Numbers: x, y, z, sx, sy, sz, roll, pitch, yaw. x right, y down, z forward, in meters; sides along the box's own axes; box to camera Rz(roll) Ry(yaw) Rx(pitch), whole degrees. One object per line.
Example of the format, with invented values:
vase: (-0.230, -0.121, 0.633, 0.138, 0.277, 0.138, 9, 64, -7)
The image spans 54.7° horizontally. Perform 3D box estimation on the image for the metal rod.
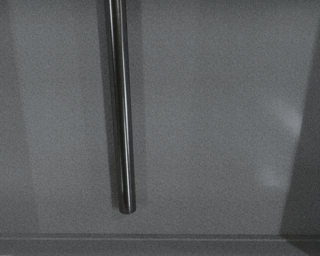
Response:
metal rod: (-0.050, -0.020, 0.403, 0.025, 0.025, 0.298, -1, 110, 0)
